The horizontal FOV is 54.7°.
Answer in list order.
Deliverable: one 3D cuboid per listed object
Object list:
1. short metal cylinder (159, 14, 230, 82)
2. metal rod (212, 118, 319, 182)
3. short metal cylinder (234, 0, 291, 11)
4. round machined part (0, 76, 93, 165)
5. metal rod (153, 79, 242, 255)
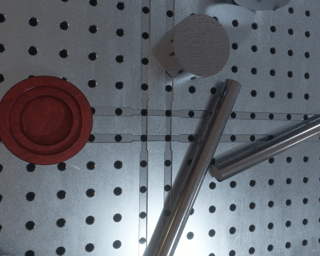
[{"bbox_3d":[0.046,-0.105,0.416,0.081,0.050,0.080,0,90,-20],"label":"short metal cylinder"},{"bbox_3d":[0.215,0.015,0.491,0.302,0.025,0.025,-21,97,-19],"label":"metal rod"},{"bbox_3d":[0.147,-0.208,0.437,0.081,0.080,0.050,11,87,-20],"label":"short metal cylinder"},{"bbox_3d":[-0.130,-0.008,0.356,0.099,0.042,0.097,0,90,-20],"label":"round machined part"},{"bbox_3d":[0.048,0.070,0.430,0.025,0.025,0.299,26,81,-18],"label":"metal rod"}]
